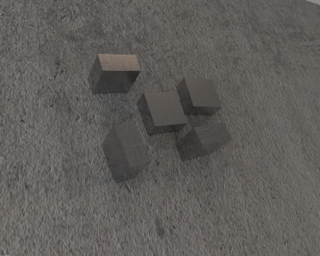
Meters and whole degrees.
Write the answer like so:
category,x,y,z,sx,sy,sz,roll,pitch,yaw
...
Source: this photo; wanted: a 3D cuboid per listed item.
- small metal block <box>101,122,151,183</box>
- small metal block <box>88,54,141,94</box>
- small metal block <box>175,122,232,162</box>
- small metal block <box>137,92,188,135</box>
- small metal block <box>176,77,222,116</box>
category,x,y,z,sx,sy,sz,roll,pitch,yaw
small metal block,-0.040,0.028,0.349,0.025,0.050,0.050,-11,68,-33
small metal block,-0.059,-0.068,0.397,0.050,0.050,0.025,-6,65,-31
small metal block,0.057,0.018,0.407,0.050,0.050,0.025,-10,67,-32
small metal block,0.003,-0.020,0.417,0.050,0.025,0.050,-6,65,-31
small metal block,0.058,-0.047,0.463,0.050,0.025,0.050,0,62,-28
